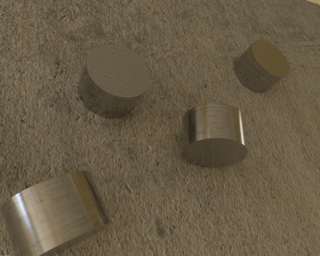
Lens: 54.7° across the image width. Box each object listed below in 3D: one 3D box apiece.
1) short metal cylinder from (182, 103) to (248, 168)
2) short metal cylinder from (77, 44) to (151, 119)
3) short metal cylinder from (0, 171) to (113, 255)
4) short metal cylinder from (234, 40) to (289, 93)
[{"bbox_3d":[0.069,0.012,0.398,0.081,0.080,0.050,16,56,-20],"label":"short metal cylinder"},{"bbox_3d":[-0.059,-0.058,0.392,0.081,0.050,0.080,14,56,-21],"label":"short metal cylinder"},{"bbox_3d":[-0.089,0.079,0.272,0.081,0.080,0.050,-17,71,-35],"label":"short metal cylinder"},{"bbox_3d":[0.180,-0.109,0.551,0.081,0.050,0.080,14,56,-21],"label":"short metal cylinder"}]
